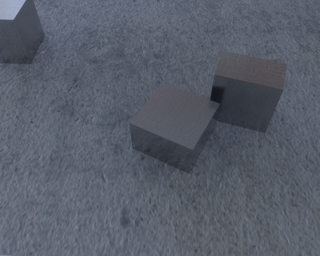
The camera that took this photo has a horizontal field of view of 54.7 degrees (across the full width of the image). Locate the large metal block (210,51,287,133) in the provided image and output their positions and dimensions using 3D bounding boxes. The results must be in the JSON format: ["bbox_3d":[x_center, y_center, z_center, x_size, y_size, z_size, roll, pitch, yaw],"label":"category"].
[{"bbox_3d":[0.112,-0.047,0.408,0.080,0.080,0.050,15,52,12],"label":"large metal block"}]

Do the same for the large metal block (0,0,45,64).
[{"bbox_3d":[-0.233,-0.161,0.500,0.050,0.080,0.080,2,50,1],"label":"large metal block"}]

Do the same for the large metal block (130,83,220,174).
[{"bbox_3d":[0.019,-0.002,0.389,0.080,0.050,0.080,23,54,17],"label":"large metal block"}]
